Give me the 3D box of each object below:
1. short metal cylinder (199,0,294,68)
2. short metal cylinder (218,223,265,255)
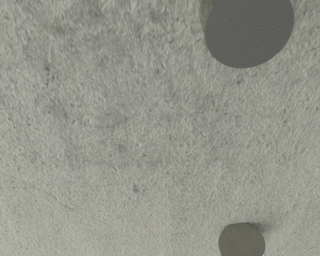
[{"bbox_3d":[0.081,-0.106,0.302,0.081,0.050,0.079,0,130,0],"label":"short metal cylinder"},{"bbox_3d":[0.149,0.222,0.563,0.080,0.080,0.050,-10,130,7],"label":"short metal cylinder"}]
